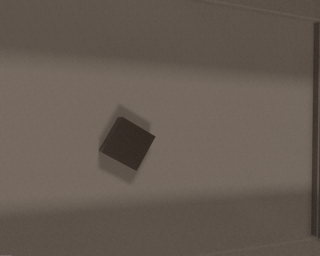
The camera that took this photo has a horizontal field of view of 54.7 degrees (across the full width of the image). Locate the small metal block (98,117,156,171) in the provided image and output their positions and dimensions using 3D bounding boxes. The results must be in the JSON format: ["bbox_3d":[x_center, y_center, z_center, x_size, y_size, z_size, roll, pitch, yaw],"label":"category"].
[{"bbox_3d":[-0.042,0.020,0.396,0.050,0.025,0.050,32,80,-18],"label":"small metal block"}]
